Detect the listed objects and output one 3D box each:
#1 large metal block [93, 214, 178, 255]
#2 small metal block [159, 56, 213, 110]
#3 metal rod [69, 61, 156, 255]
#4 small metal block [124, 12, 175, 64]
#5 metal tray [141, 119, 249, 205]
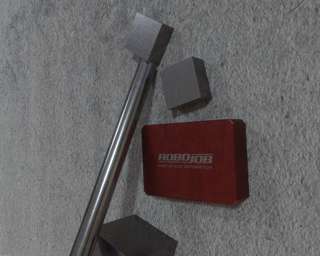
[{"bbox_3d":[-0.038,0.160,0.398,0.080,0.081,0.050,20,103,38],"label":"large metal block"},{"bbox_3d":[0.031,-0.053,0.378,0.050,0.025,0.050,-18,79,38],"label":"small metal block"},{"bbox_3d":[-0.062,0.054,0.386,0.025,0.025,0.299,7,73,39],"label":"metal rod"},{"bbox_3d":[-0.015,-0.121,0.416,0.050,0.025,0.050,36,112,33],"label":"small metal block"},{"bbox_3d":[0.037,0.038,0.370,0.130,0.030,0.089,-4,88,39],"label":"metal tray"}]
